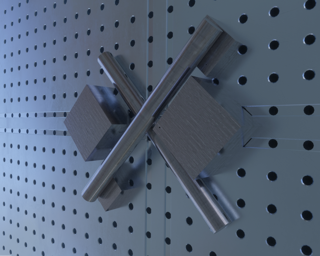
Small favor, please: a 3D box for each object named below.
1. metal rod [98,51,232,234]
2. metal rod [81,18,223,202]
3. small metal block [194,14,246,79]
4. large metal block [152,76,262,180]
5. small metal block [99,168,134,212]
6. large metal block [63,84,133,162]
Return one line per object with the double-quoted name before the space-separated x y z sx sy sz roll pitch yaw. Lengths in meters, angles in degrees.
"metal rod" -0.007 0.002 0.414 0.025 0.025 0.299 -50 61 28
"metal rod" -0.024 -0.005 0.396 0.298 0.025 0.025 -52 60 27
"small metal block" 0.061 -0.093 0.360 0.050 0.025 0.050 -52 60 27
"large metal block" 0.051 0.000 0.351 0.080 0.050 0.080 51 120 28
"small metal block" -0.073 0.089 0.470 0.050 0.025 0.050 52 120 27
"large metal block" -0.092 -0.007 0.469 0.080 0.050 0.080 -51 61 28
